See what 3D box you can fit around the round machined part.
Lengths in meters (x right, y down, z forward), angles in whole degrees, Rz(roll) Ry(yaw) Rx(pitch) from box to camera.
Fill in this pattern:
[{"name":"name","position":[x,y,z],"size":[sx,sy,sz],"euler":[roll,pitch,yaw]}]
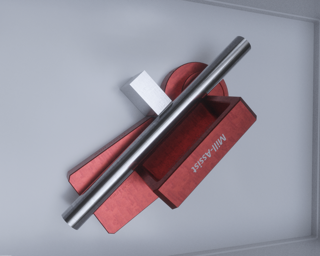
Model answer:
[{"name":"round machined part","position":[0.052,-0.041,0.420],"size":[0.099,0.042,0.097],"euler":[0,90,-21]}]

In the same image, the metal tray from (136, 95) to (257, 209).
[{"name":"metal tray","position":[0.035,0.020,0.348],"size":[0.130,0.090,0.030],"euler":[-46,108,-8]}]

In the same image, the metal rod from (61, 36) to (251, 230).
[{"name":"metal rod","position":[0.003,-0.002,0.370],"size":[0.300,0.025,0.025],"euler":[-46,105,-10]}]

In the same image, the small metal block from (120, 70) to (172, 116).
[{"name":"small metal block","position":[-0.019,-0.042,0.390],"size":[0.025,0.050,0.050],"euler":[-47,105,-14]}]

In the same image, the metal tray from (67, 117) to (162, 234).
[{"name":"metal tray","position":[-0.038,0.056,0.393],"size":[0.131,0.030,0.090],"euler":[-37,102,-17]}]
